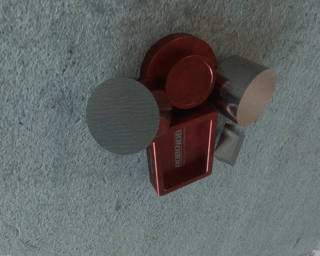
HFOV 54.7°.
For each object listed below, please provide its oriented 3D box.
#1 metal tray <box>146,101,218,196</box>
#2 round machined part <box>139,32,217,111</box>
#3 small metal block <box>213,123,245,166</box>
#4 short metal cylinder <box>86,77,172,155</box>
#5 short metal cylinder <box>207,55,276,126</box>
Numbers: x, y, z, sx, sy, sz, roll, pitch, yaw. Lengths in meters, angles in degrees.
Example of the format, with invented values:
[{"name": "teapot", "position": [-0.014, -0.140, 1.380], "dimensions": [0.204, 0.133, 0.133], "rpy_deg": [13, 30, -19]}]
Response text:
[{"name": "metal tray", "position": [0.029, 0.030, 0.425], "dimensions": [0.091, 0.030, 0.129], "rpy_deg": [-20, 136, -17]}, {"name": "round machined part", "position": [0.028, -0.062, 0.375], "dimensions": [0.099, 0.042, 0.097], "rpy_deg": [-14, 124, -21]}, {"name": "small metal block", "position": [0.103, 0.025, 0.458], "dimensions": [0.050, 0.025, 0.050], "rpy_deg": [-67, 157, -8]}, {"name": "short metal cylinder", "position": [-0.032, -0.015, 0.337], "dimensions": [0.080, 0.080, 0.050], "rpy_deg": [-61, 170, 15]}, {"name": "short metal cylinder", "position": [0.106, -0.049, 0.406], "dimensions": [0.081, 0.050, 0.079], "rpy_deg": [-29, 138, -30]}]
